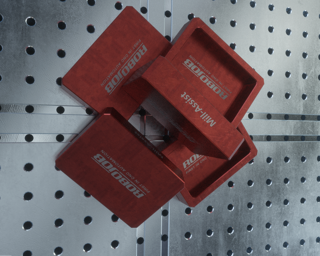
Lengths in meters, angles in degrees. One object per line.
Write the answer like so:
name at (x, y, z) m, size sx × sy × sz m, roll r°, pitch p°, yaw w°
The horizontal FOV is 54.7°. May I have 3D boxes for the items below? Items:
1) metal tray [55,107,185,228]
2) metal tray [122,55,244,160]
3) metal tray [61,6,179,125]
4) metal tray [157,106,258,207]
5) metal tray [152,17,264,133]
metal tray at (-0.045, 0.050, 0.374) m, size 0.090 × 0.030 × 0.130 m, roll -43°, pitch 105°, yaw 11°
metal tray at (0.023, -0.019, 0.355) m, size 0.130 × 0.090 × 0.030 m, roll 42°, pitch 77°, yaw -16°
metal tray at (-0.048, -0.075, 0.392) m, size 0.090 × 0.030 × 0.130 m, roll 41°, pitch 77°, yaw -16°
metal tray at (0.065, 0.035, 0.434) m, size 0.131 × 0.030 × 0.090 m, roll -35°, pitch 102°, yaw -17°
metal tray at (0.064, -0.065, 0.402) m, size 0.130 × 0.030 × 0.090 m, roll 38°, pitch 78°, yaw -17°
